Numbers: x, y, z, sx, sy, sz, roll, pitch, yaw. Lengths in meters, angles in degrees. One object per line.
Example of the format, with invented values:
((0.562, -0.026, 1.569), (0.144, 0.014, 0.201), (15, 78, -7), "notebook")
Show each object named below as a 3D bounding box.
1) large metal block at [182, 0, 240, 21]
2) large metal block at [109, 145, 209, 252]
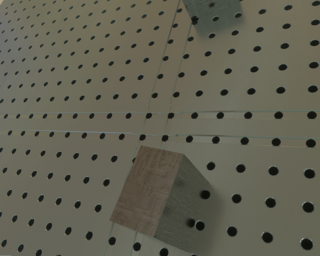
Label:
((0.074, -0.231, 0.494), (0.080, 0.050, 0.080), (-17, 55, 18), "large metal block")
((0.004, 0.075, 0.324), (0.050, 0.080, 0.080), (9, 66, 32), "large metal block")
